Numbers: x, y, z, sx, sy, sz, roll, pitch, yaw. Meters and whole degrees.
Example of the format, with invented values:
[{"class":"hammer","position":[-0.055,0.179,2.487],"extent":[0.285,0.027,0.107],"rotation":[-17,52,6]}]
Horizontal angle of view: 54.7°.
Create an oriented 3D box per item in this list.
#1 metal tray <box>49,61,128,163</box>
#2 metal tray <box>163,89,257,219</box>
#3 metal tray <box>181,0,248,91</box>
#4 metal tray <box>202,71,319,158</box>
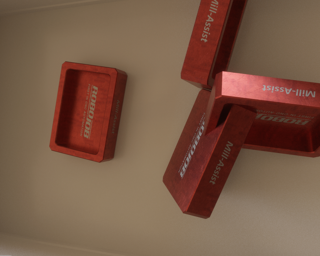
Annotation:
[{"class":"metal tray","position":[-0.103,-0.024,0.442],"extent":[0.090,0.030,0.129],"rotation":[11,94,19]},{"class":"metal tray","position":[0.051,0.025,0.357],"extent":[0.030,0.090,0.129],"rotation":[20,98,-19]},{"class":"metal tray","position":[0.066,-0.110,0.352],"extent":[0.030,0.090,0.129],"rotation":[17,96,19]},{"class":"metal tray","position":[0.115,-0.010,0.316],"extent":[0.131,0.090,0.030],"rotation":[7,59,2]}]
